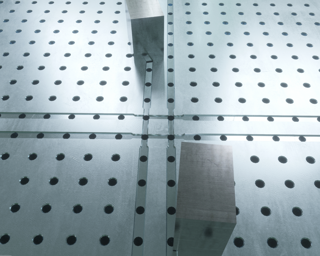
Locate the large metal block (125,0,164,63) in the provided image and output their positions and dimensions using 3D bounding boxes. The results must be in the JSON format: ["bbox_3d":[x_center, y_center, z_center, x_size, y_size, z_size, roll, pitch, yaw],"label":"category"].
[{"bbox_3d":[-0.026,-0.168,0.513,0.050,0.080,0.080,-9,51,-7],"label":"large metal block"}]

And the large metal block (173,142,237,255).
[{"bbox_3d":[0.042,0.071,0.312,0.050,0.080,0.080,4,50,4],"label":"large metal block"}]
